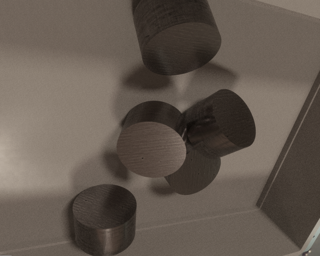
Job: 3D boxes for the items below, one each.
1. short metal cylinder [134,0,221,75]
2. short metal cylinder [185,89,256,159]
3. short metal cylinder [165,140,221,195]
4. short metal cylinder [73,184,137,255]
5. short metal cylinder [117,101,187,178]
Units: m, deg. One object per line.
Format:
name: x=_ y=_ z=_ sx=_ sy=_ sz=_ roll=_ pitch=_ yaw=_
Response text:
short metal cylinder: x=0.017 y=-0.098 z=0.319 sx=0.081 sy=0.050 sz=0.080 roll=-11 pitch=156 yaw=-5
short metal cylinder: x=0.080 y=-0.004 z=0.407 sx=0.081 sy=0.080 sz=0.050 roll=15 pitch=149 yaw=-35
short metal cylinder: x=0.040 y=0.049 z=0.447 sx=0.081 sy=0.050 sz=0.079 roll=-14 pitch=125 yaw=-21
short metal cylinder: x=-0.072 y=0.120 z=0.409 sx=0.081 sy=0.080 sz=0.050 roll=-10 pitch=123 yaw=-24
short metal cylinder: x=-0.008 y=0.014 z=0.376 sx=0.080 sy=0.050 sz=0.079 roll=3 pitch=122 yaw=5
